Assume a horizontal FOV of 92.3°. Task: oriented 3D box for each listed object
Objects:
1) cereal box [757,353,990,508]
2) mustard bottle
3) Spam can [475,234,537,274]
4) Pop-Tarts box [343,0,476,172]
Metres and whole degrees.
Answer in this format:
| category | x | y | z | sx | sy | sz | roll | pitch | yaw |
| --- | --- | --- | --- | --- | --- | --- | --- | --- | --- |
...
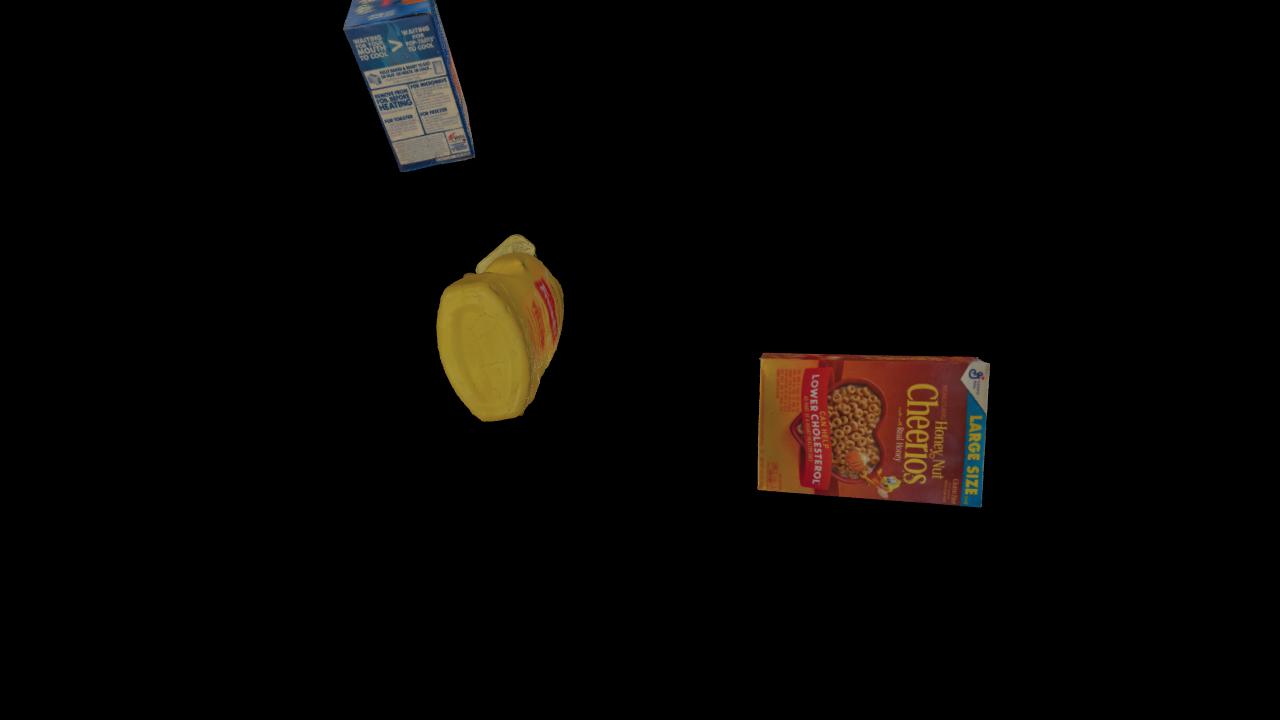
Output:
| category | x | y | z | sx | sy | sz | roll | pitch | yaw |
| --- | --- | --- | --- | --- | --- | --- | --- | --- | --- |
| cereal box | 0.327 | 0.094 | 0.889 | 0.306 | 0.203 | 0.081 | 2 | 8 | 15 |
| mustard bottle | -0.089 | -0.032 | 0.450 | 0.054 | 0.092 | 0.184 | -14 | 18 | 8 |
| Spam can | -0.218 | -0.148 | 1.039 | 0.058 | 0.101 | 0.085 | 41 | -15 | 16 |
| Pop-Tarts box | -0.238 | -0.304 | 0.650 | 0.083 | 0.141 | 0.167 | -16 | 43 | -7 |
